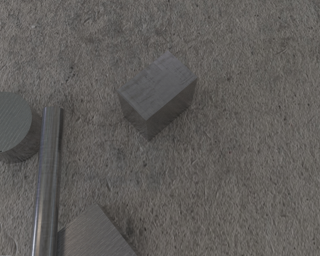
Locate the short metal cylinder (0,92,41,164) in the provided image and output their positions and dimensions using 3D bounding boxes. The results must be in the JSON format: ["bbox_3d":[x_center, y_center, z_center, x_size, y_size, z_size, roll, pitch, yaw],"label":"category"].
[{"bbox_3d":[-0.194,0.001,0.393,0.081,0.050,0.080,0,70,0],"label":"short metal cylinder"}]

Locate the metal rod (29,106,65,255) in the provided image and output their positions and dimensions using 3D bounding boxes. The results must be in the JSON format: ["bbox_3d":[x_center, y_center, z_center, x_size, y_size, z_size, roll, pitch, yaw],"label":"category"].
[{"bbox_3d":[-0.117,0.120,0.310,0.025,0.025,0.299,-3,70,-1],"label":"metal rod"}]

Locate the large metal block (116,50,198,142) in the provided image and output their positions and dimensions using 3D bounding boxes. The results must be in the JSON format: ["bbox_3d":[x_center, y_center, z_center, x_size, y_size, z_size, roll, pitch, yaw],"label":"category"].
[{"bbox_3d":[-0.003,-0.037,0.393,0.080,0.080,0.050,-41,75,-13],"label":"large metal block"}]

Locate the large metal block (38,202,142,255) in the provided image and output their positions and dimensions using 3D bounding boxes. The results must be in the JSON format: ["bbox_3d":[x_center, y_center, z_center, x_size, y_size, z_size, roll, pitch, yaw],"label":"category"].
[{"bbox_3d":[-0.075,0.142,0.343,0.080,0.050,0.080,-39,75,-13],"label":"large metal block"}]
